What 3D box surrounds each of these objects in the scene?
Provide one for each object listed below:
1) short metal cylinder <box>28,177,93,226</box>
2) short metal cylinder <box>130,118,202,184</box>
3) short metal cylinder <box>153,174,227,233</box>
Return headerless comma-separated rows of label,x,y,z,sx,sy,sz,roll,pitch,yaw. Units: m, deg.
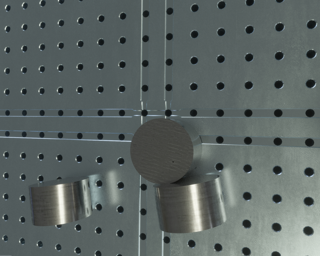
short metal cylinder,-0.137,0.099,0.430,0.080,0.080,0.050,-8,88,19
short metal cylinder,0.009,0.028,0.395,0.080,0.050,0.079,0,90,19
short metal cylinder,0.035,0.088,0.370,0.080,0.080,0.050,-10,87,19
